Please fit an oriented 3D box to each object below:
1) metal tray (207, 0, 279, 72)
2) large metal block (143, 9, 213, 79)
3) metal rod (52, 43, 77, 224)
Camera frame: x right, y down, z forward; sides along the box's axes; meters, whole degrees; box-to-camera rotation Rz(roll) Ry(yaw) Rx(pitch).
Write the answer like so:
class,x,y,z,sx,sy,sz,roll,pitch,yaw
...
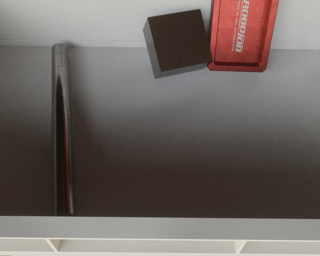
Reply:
class,x,y,z,sx,sy,sz,roll,pitch,yaw
metal tray,0.121,-0.152,0.465,0.091,0.129,0.030,2,28,1
large metal block,0.025,-0.126,0.470,0.081,0.050,0.080,-14,90,-12
metal rod,-0.133,-0.017,0.417,0.025,0.025,0.300,-10,51,-8
